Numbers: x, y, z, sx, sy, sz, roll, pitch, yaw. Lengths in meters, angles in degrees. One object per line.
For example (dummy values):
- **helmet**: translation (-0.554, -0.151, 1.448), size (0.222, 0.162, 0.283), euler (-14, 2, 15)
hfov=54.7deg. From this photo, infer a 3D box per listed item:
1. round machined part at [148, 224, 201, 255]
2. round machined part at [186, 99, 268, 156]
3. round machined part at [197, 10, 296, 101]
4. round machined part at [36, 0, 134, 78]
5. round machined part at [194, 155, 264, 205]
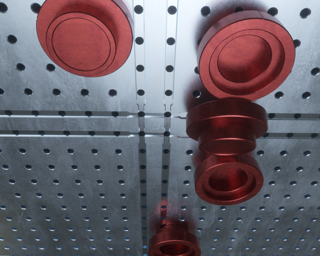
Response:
- **round machined part**: translation (0.027, 0.220, 0.589), size (0.099, 0.042, 0.097), euler (-1, 130, 0)
- **round machined part**: translation (0.081, 0.005, 0.380), size (0.099, 0.042, 0.098), euler (1, 158, 1)
- **round machined part**: translation (0.089, -0.079, 0.335), size (0.099, 0.042, 0.097), euler (-1, 130, 0)
- **round machined part**: translation (-0.077, -0.094, 0.320), size (0.099, 0.042, 0.097), euler (-1, 130, 0)
- **round machined part**: translation (0.099, 0.069, 0.461), size (0.099, 0.042, 0.097), euler (-1, 130, 0)
